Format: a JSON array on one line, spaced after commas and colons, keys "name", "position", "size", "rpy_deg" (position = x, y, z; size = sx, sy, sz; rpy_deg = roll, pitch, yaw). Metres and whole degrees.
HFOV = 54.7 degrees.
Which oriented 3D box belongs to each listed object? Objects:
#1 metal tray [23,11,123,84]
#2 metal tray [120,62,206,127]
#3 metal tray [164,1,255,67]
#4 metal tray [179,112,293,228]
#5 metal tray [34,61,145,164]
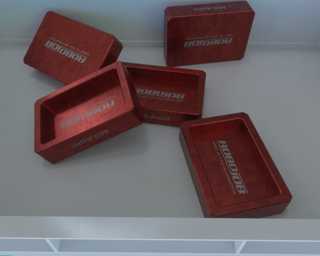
[{"name": "metal tray", "position": [-0.131, -0.111, 0.463], "size": [0.130, 0.030, 0.090], "rpy_deg": [26, 90, 20]}, {"name": "metal tray", "position": [-0.004, -0.049, 0.442], "size": [0.131, 0.030, 0.090], "rpy_deg": [7, 50, 5]}, {"name": "metal tray", "position": [0.073, -0.146, 0.486], "size": [0.131, 0.089, 0.030], "rpy_deg": [-7, 51, -7]}, {"name": "metal tray", "position": [0.082, 0.043, 0.366], "size": [0.091, 0.030, 0.130], "rpy_deg": [-9, 51, -8]}, {"name": "metal tray", "position": [-0.092, -0.021, 0.388], "size": [0.130, 0.030, 0.090], "rpy_deg": [-24, 52, 7]}]
